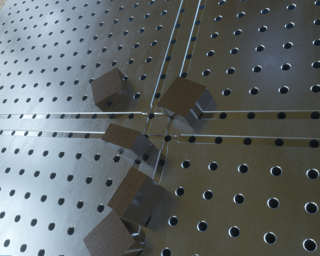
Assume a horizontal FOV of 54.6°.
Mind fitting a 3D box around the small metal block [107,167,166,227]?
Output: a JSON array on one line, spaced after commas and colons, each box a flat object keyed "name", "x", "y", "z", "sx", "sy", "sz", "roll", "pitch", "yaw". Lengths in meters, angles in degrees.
[{"name": "small metal block", "x": -0.025, "y": 0.080, "z": 0.358, "sx": 0.025, "sy": 0.050, "sz": 0.050, "roll": 23, "pitch": 74, "yaw": 36}]

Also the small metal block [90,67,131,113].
[{"name": "small metal block", "x": -0.078, "y": -0.060, "z": 0.487, "sx": 0.050, "sy": 0.025, "sz": 0.050, "roll": -27, "pitch": 52, "yaw": 11}]

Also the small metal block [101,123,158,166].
[{"name": "small metal block", "x": -0.039, "y": 0.021, "z": 0.401, "sx": 0.050, "sy": 0.050, "sz": 0.025, "roll": 15, "pitch": 70, "yaw": 34}]

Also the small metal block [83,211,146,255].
[{"name": "small metal block", "x": -0.053, "y": 0.132, "z": 0.356, "sx": 0.050, "sy": 0.025, "sz": 0.050, "roll": -44, "pitch": 51, "yaw": -3}]

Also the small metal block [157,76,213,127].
[{"name": "small metal block", "x": 0.033, "y": -0.036, "z": 0.414, "sx": 0.050, "sy": 0.025, "sz": 0.050, "roll": 29, "pitch": 77, "yaw": 37}]
